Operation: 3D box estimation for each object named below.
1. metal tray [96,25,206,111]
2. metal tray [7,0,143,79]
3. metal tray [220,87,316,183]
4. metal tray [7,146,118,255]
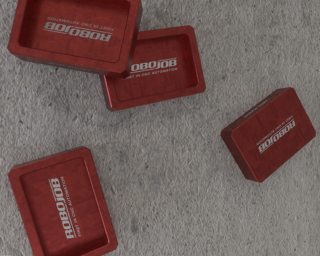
[{"bbox_3d":[-0.012,-0.078,0.401,0.131,0.030,0.089,-14,95,-20],"label":"metal tray"},{"bbox_3d":[-0.092,-0.112,0.347,0.131,0.030,0.090,11,86,2],"label":"metal tray"},{"bbox_3d":[0.166,0.009,0.467,0.131,0.030,0.090,-35,102,-17],"label":"metal tray"},{"bbox_3d":[-0.111,0.095,0.365,0.091,0.030,0.129,-17,96,-19],"label":"metal tray"}]
